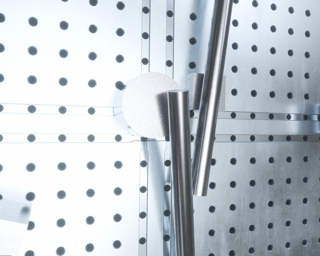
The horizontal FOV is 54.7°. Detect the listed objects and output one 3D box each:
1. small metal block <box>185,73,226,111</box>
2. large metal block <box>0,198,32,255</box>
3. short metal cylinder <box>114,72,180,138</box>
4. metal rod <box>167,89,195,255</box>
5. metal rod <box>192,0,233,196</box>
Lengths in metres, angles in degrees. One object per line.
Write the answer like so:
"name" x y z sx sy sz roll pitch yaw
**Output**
"small metal block" 0.064 -0.049 0.436 0.050 0.025 0.050 1 90 -20
"large metal block" -0.182 0.103 0.316 0.081 0.080 0.050 19 84 -19
"short metal cylinder" -0.014 -0.027 0.394 0.081 0.050 0.080 0 90 -20
"metal rod" 0.029 0.101 0.392 0.025 0.025 0.298 -9 105 -20
"metal rod" 0.070 -0.061 0.411 0.025 0.025 0.298 9 87 -20
